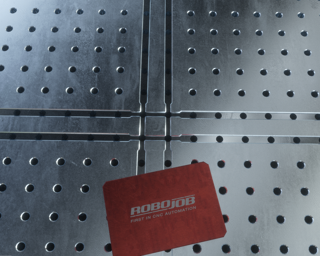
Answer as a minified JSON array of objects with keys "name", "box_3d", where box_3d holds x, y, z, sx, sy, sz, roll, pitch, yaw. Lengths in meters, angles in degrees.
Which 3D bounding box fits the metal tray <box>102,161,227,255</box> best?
[{"name":"metal tray","box_3d":[0.004,0.098,0.373,0.131,0.030,0.090,-11,70,-5]}]
